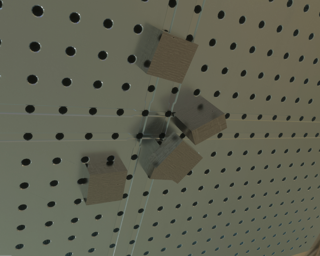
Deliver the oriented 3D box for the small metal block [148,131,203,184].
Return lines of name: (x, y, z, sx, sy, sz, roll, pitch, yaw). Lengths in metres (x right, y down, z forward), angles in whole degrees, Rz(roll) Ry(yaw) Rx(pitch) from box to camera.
small metal block: (0.021, 0.040, 0.417, 0.050, 0.025, 0.050, -47, 129, 4)

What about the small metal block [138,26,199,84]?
small metal block: (0.010, -0.085, 0.365, 0.050, 0.025, 0.050, 10, 113, -33)

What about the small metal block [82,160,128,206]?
small metal block: (-0.075, 0.073, 0.417, 0.050, 0.025, 0.050, -2, 120, -28)

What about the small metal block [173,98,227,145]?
small metal block: (0.054, -0.010, 0.420, 0.050, 0.050, 0.025, -28, 128, -11)

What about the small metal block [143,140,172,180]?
small metal block: (0.010, 0.047, 0.448, 0.050, 0.025, 0.050, 9, 114, -33)
